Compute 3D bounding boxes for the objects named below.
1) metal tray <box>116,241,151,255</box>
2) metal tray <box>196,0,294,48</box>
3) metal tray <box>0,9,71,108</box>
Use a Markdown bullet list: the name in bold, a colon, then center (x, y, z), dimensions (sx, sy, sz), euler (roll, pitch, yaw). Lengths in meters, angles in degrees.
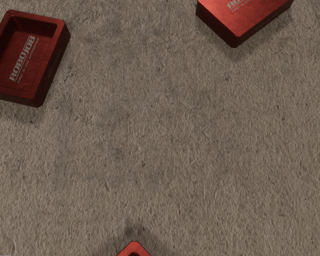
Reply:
- **metal tray**: center (-0.015, 0.194, 0.313), dimensions (0.130, 0.030, 0.091), euler (40, 57, 20)
- **metal tray**: center (0.132, -0.193, 0.478), dimensions (0.131, 0.030, 0.090), euler (-38, 75, -13)
- **metal tray**: center (-0.193, -0.100, 0.439), dimensions (0.090, 0.030, 0.130), euler (13, 70, 4)
